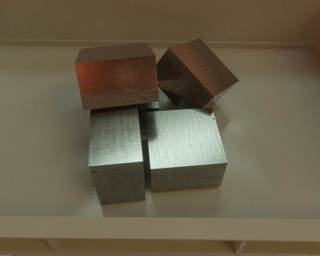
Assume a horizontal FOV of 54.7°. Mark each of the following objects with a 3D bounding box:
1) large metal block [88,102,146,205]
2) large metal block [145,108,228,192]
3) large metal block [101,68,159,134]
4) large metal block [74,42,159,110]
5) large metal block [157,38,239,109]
[{"bbox_3d":[-0.046,0.028,0.343,0.050,0.080,0.080,-5,50,-5],"label":"large metal block"},{"bbox_3d":[0.026,0.024,0.364,0.081,0.050,0.080,-4,50,-4],"label":"large metal block"},{"bbox_3d":[-0.042,-0.038,0.419,0.081,0.050,0.080,-1,50,-1],"label":"large metal block"},{"bbox_3d":[-0.048,-0.062,0.354,0.081,0.050,0.080,-7,25,-6],"label":"large metal block"},{"bbox_3d":[0.046,-0.067,0.410,0.080,0.050,0.081,50,41,7],"label":"large metal block"}]
